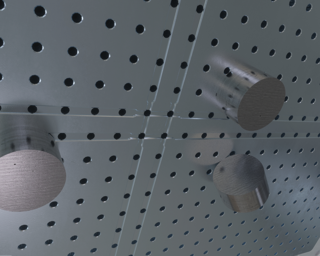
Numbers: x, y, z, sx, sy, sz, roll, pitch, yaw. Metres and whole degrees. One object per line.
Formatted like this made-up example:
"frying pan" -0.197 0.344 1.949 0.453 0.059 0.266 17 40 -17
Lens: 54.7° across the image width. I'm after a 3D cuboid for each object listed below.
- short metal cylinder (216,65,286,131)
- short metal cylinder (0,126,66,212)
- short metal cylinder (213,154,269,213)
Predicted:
"short metal cylinder" 0.128 -0.043 0.438 0.081 0.050 0.079 -14 124 -21
"short metal cylinder" -0.149 0.044 0.341 0.081 0.050 0.079 -14 124 -21
"short metal cylinder" 0.132 0.089 0.503 0.080 0.080 0.050 -33 129 -7
